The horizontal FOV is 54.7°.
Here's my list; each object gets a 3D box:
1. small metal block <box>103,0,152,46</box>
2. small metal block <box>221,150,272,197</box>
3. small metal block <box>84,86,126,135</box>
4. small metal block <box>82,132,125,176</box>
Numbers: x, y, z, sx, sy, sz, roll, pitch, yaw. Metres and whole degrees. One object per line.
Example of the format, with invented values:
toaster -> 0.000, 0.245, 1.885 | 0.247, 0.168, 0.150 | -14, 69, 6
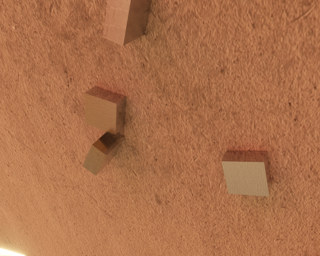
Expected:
small metal block -> -0.034, -0.122, 0.333 | 0.025, 0.050, 0.050 | 26, 128, 12
small metal block -> 0.108, 0.056, 0.384 | 0.050, 0.025, 0.050 | -2, 117, 29
small metal block -> -0.076, -0.025, 0.432 | 0.050, 0.025, 0.050 | 19, 126, 17
small metal block -> -0.082, 0.034, 0.456 | 0.025, 0.050, 0.050 | 36, 129, 4
